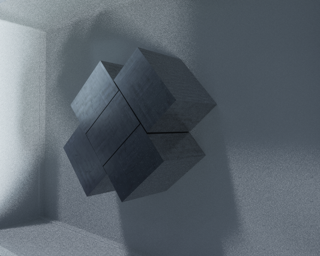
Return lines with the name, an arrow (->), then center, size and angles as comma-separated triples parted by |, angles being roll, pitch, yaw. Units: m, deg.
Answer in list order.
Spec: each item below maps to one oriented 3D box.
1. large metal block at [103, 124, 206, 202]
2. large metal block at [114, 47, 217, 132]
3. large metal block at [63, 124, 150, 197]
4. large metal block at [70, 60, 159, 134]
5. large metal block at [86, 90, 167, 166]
large metal block -> -0.006, 0.040, 0.374 | 0.080, 0.081, 0.050 | -47, 62, 29
large metal block -> 0.007, -0.042, 0.363 | 0.050, 0.081, 0.080 | -48, 62, 29
large metal block -> -0.072, 0.041, 0.427 | 0.050, 0.081, 0.080 | -48, 62, 29
large metal block -> -0.058, -0.037, 0.415 | 0.080, 0.081, 0.050 | -47, 62, 29
large metal block -> -0.032, 0.001, 0.395 | 0.080, 0.081, 0.050 | -47, 62, 29
